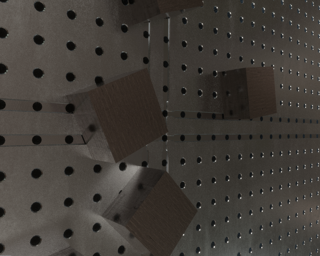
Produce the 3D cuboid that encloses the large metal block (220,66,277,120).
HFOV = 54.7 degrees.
[{"bbox_3d":[0.150,-0.059,0.522,0.081,0.050,0.079,-11,97,-40],"label":"large metal block"}]

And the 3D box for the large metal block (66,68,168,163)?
[{"bbox_3d":[-0.047,-0.016,0.355,0.081,0.050,0.080,-30,109,-36],"label":"large metal block"}]

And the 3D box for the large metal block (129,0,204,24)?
[{"bbox_3d":[0.002,-0.185,0.396,0.081,0.050,0.080,-27,107,-37],"label":"large metal block"}]

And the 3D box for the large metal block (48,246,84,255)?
[{"bbox_3d":[-0.109,0.177,0.303,0.081,0.050,0.079,-12,98,-40],"label":"large metal block"}]

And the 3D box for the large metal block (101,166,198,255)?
[{"bbox_3d":[-0.010,0.107,0.387,0.080,0.050,0.080,-51,120,-28],"label":"large metal block"}]
